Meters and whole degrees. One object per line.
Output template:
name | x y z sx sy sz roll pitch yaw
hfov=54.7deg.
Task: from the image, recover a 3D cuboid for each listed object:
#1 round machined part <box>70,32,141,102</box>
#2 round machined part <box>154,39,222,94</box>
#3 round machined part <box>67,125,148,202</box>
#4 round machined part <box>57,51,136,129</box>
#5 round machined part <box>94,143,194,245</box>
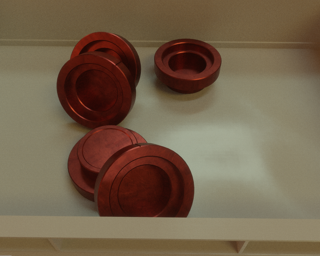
round machined part | -0.074 -0.085 0.441 0.098 0.097 0.042 13 15 10
round machined part | 0.041 -0.090 0.470 0.099 0.042 0.098 0 50 0
round machined part | -0.059 0.035 0.364 0.099 0.042 0.098 0 50 0
round machined part | -0.078 -0.051 0.401 0.098 0.097 0.042 10 25 8
round machined part | -0.018 0.063 0.318 0.099 0.097 0.042 -23 11 -18
